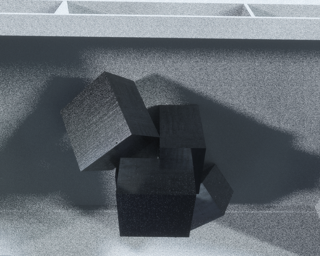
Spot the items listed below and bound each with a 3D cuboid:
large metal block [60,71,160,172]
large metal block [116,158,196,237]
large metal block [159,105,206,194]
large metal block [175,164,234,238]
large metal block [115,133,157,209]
[{"bbox_3d":[-0.059,-0.005,0.357,0.080,0.080,0.050,-35,157,26],"label":"large metal block"},{"bbox_3d":[-0.005,0.080,0.353,0.081,0.050,0.079,1,130,-1],"label":"large metal block"},{"bbox_3d":[0.024,0.027,0.392,0.050,0.080,0.079,1,130,-1],"label":"large metal block"},{"bbox_3d":[0.053,0.103,0.449,0.080,0.080,0.050,-34,87,25],"label":"large metal block"},{"bbox_3d":[-0.029,0.063,0.424,0.050,0.080,0.079,1,130,-1],"label":"large metal block"}]
